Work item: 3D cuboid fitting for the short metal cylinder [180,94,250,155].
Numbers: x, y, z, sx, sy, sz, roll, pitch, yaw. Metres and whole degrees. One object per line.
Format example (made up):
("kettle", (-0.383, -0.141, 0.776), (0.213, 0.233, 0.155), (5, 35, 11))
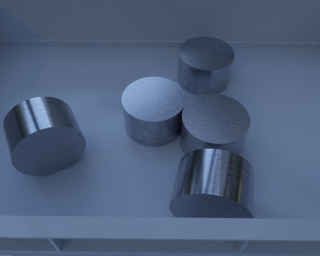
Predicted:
("short metal cylinder", (0.066, 0.003, 0.387), (0.080, 0.050, 0.080), (0, 50, 0))

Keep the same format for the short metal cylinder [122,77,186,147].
("short metal cylinder", (-0.008, -0.022, 0.407), (0.080, 0.050, 0.080), (0, 50, 0))

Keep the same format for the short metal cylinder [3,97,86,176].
("short metal cylinder", (-0.133, 0.010, 0.360), (0.081, 0.080, 0.050), (-22, 54, -17))

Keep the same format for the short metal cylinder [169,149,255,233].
("short metal cylinder", (0.054, 0.065, 0.315), (0.080, 0.080, 0.050), (10, 51, 8))

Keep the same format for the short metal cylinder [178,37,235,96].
("short metal cylinder", (0.068, -0.094, 0.468), (0.080, 0.050, 0.080), (0, 50, 0))
